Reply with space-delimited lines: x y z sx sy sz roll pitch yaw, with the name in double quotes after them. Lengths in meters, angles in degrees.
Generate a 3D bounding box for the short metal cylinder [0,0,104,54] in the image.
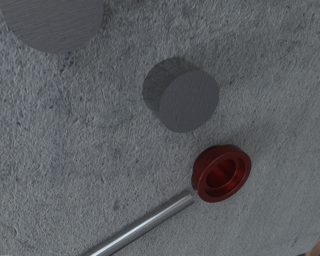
-0.096 -0.111 0.270 0.081 0.050 0.079 -14 125 -21 "short metal cylinder"

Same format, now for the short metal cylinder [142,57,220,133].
0.025 -0.041 0.381 0.081 0.050 0.079 -14 125 -21 "short metal cylinder"

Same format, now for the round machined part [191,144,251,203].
0.091 0.067 0.489 0.099 0.042 0.097 -14 125 -21 "round machined part"

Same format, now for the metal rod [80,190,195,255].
-0.079 0.185 0.479 0.301 0.025 0.025 -30 129 -10 "metal rod"
